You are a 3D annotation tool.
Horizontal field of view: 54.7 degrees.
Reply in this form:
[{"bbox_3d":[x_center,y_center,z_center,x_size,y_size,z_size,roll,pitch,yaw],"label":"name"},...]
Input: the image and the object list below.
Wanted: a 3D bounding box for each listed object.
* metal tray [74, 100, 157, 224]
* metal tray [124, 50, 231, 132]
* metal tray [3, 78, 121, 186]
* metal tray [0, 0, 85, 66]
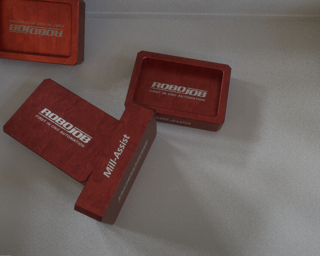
[{"bbox_3d":[-0.044,0.043,0.358,0.030,0.090,0.130,23,72,8],"label":"metal tray"},{"bbox_3d":[0.026,-0.051,0.425,0.131,0.030,0.090,10,70,3],"label":"metal tray"},{"bbox_3d":[-0.122,0.004,0.405,0.130,0.030,0.090,31,73,10],"label":"metal tray"},{"bbox_3d":[-0.174,-0.139,0.431,0.131,0.030,0.089,6,106,2],"label":"metal tray"}]
